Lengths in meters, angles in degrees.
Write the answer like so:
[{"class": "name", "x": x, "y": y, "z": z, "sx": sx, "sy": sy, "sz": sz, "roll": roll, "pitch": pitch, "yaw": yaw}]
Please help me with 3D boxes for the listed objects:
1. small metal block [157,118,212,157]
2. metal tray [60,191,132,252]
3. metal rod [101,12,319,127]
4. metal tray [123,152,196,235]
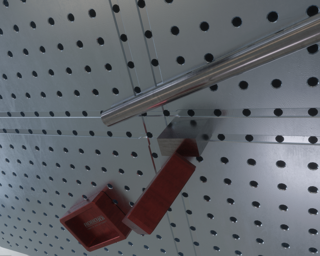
[{"class": "small metal block", "x": 0.032, "y": 0.011, "z": 0.385, "sx": 0.050, "sy": 0.050, "sz": 0.025, "roll": -1, "pitch": 118, "yaw": 29}, {"class": "metal tray", "x": -0.121, "y": 0.179, "z": 0.582, "sx": 0.130, "sy": 0.030, "sz": 0.090, "roll": -34, "pitch": 100, "yaw": 38}, {"class": "metal rod", "x": 0.041, "y": -0.054, "z": 0.355, "sx": 0.300, "sy": 0.025, "sz": 0.025, "roll": -19, "pitch": 108, "yaw": 35}, {"class": "metal tray", "x": -0.006, "y": 0.087, "z": 0.391, "sx": 0.030, "sy": 0.090, "sz": 0.130, "roll": 37, "pitch": 159, "yaw": 4}]
